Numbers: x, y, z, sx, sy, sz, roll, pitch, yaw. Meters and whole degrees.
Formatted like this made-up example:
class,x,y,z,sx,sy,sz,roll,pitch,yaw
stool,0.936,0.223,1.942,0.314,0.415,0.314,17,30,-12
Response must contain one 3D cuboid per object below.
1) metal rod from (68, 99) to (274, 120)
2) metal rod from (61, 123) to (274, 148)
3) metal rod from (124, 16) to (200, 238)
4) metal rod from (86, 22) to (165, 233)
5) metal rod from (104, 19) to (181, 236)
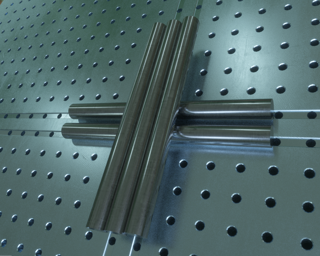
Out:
class,x,y,z,sx,sy,sz,roll,pitch,yaw
metal rod,-0.004,-0.024,0.424,0.300,0.025,0.025,1,62,28
metal rod,-0.011,0.007,0.408,0.300,0.025,0.025,1,62,28
metal rod,0.010,-0.020,0.383,0.025,0.025,0.300,1,62,28
metal rod,-0.035,-0.019,0.405,0.025,0.025,0.300,1,62,28
metal rod,-0.013,-0.019,0.394,0.025,0.025,0.300,1,62,28
